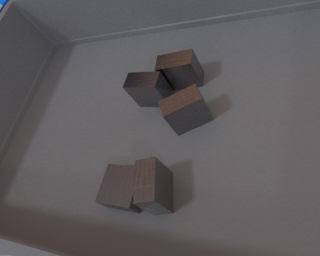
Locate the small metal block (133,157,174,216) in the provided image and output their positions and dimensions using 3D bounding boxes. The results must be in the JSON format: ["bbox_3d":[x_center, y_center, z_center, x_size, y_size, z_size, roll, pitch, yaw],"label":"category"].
[{"bbox_3d":[-0.006,0.067,0.352,0.025,0.050,0.050,-13,56,21],"label":"small metal block"}]

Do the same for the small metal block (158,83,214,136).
[{"bbox_3d":[0.033,-0.021,0.385,0.050,0.050,0.025,-25,53,13],"label":"small metal block"}]

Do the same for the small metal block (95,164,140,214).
[{"bbox_3d":[-0.045,0.074,0.384,0.050,0.025,0.050,2,63,29],"label":"small metal block"}]

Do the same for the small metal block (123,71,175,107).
[{"bbox_3d":[-0.015,-0.053,0.430,0.050,0.050,0.025,3,64,29],"label":"small metal block"}]

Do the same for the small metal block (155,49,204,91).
[{"bbox_3d":[0.028,-0.078,0.423,0.050,0.050,0.025,-6,59,25],"label":"small metal block"}]
